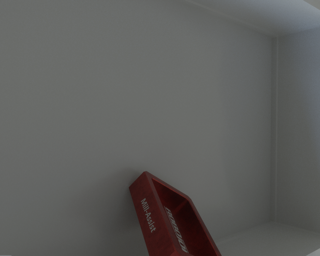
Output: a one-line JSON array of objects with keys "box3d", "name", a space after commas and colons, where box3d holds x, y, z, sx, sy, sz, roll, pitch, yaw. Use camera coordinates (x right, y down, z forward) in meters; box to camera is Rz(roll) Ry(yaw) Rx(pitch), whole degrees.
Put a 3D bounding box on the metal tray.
[{"box3d": [0.019, 0.114, 0.354, 0.090, 0.130, 0.030, 36, 103, -31], "name": "metal tray"}]
